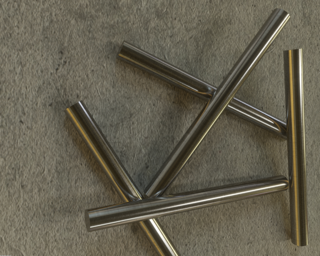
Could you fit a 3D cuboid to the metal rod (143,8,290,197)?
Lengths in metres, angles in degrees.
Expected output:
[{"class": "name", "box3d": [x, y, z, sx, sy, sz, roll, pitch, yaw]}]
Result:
[{"class": "metal rod", "box3d": [0.076, -0.031, 0.411, 0.025, 0.025, 0.300, 37, 88, -17]}]

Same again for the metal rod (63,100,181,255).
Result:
[{"class": "metal rod", "box3d": [-0.029, 0.099, 0.398, 0.025, 0.025, 0.299, -34, 101, -17]}]

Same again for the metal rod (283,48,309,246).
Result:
[{"class": "metal rod", "box3d": [0.203, 0.036, 0.460, 0.025, 0.025, 0.298, -12, 103, -20]}]

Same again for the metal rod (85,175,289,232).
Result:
[{"class": "metal rod", "box3d": [0.054, 0.094, 0.411, 0.303, 0.025, 0.025, -4, 92, -27]}]

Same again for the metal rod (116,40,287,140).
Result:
[{"class": "metal rod", "box3d": [0.081, -0.043, 0.438, 0.302, 0.025, 0.025, 23, 83, -19]}]
